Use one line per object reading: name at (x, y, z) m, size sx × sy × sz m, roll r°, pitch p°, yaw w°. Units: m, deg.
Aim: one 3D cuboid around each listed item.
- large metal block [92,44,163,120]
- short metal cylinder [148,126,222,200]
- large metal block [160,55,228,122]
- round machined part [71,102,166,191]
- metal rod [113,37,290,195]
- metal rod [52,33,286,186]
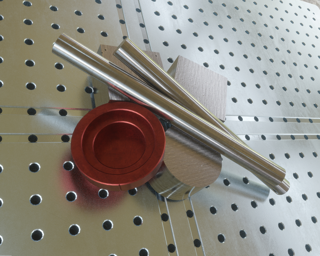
large metal block at (-0.039, -0.054, 0.396) m, size 0.081 × 0.050 × 0.080 m, roll 1°, pitch 61°, yaw -28°
short metal cylinder at (0.027, 0.041, 0.376) m, size 0.081 × 0.050 × 0.080 m, roll 14°, pitch 56°, yaw -21°
large metal block at (0.046, -0.044, 0.437) m, size 0.080 × 0.050 × 0.080 m, roll 22°, pitch 54°, yaw -15°
round machined part at (-0.044, 0.023, 0.341) m, size 0.099 × 0.042 × 0.098 m, roll 1°, pitch 61°, yaw -1°
metal rod at (0.066, -0.002, 0.392) m, size 0.301 × 0.025 × 0.025 m, roll 39°, pitch 50°, yaw -21°
metal rod at (0.019, -0.015, 0.357) m, size 0.301 × 0.025 × 0.025 m, roll 31°, pitch 52°, yaw -10°
